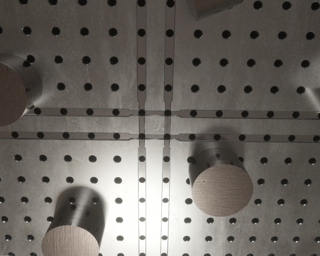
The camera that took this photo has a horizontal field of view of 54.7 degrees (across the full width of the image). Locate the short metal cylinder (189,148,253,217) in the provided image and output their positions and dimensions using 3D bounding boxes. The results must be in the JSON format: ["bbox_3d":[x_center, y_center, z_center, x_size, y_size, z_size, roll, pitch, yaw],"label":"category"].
[{"bbox_3d":[0.082,0.074,0.429,0.081,0.050,0.079,0,111,-1],"label":"short metal cylinder"}]

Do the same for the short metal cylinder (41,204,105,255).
[{"bbox_3d":[-0.126,0.161,0.458,0.081,0.050,0.079,0,110,-1],"label":"short metal cylinder"}]

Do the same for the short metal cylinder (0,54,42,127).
[{"bbox_3d":[-0.194,-0.047,0.380,0.081,0.050,0.079,0,110,0],"label":"short metal cylinder"}]

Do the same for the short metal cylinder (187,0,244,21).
[{"bbox_3d":[0.049,-0.161,0.325,0.050,0.080,0.080,-20,109,7],"label":"short metal cylinder"}]
